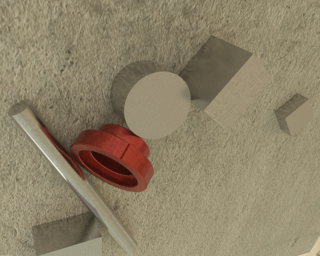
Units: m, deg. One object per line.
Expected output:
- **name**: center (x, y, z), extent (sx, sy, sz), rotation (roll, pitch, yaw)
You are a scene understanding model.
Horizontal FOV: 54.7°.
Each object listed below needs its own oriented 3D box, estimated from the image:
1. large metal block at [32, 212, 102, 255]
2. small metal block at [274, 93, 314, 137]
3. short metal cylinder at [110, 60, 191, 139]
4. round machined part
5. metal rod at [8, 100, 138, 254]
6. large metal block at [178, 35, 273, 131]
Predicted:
- **large metal block**: center (-0.126, 0.171, 0.429), extent (0.081, 0.050, 0.079), rotation (-10, 123, -24)
- **small metal block**: center (0.226, -0.022, 0.520), extent (0.050, 0.025, 0.050), rotation (-39, 130, -2)
- **short metal cylinder**: center (-0.012, -0.034, 0.361), extent (0.081, 0.050, 0.079), rotation (-12, 119, -22)
- **round machined part**: center (-0.051, 0.032, 0.365), extent (0.098, 0.098, 0.042), rotation (56, 50, -40)
- **metal rod**: center (-0.096, 0.086, 0.408), extent (0.025, 0.025, 0.299), rotation (-31, 129, -9)
- **large metal block**: center (0.072, -0.056, 0.377), extent (0.080, 0.080, 0.050), rotation (-49, 129, 6)
